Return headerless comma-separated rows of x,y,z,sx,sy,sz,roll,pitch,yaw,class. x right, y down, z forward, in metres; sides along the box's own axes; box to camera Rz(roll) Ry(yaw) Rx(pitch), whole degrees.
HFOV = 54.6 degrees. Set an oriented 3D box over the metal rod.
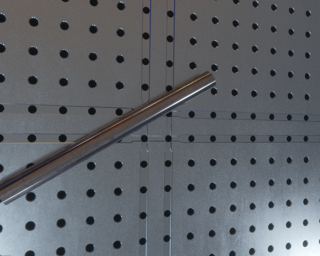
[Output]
-0.054,0.003,0.392,0.302,0.025,0.025,-30,100,-18,metal rod
